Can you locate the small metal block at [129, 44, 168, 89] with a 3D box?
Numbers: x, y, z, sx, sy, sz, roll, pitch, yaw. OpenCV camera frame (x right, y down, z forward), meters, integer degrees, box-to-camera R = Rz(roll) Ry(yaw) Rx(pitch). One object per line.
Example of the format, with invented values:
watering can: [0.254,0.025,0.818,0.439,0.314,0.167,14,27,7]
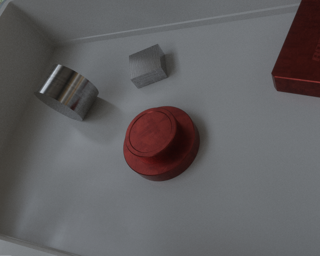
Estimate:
small metal block: [-0.018,-0.094,0.471,0.050,0.025,0.050,-18,55,17]

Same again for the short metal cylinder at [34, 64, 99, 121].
short metal cylinder: [-0.142,-0.053,0.475,0.080,0.080,0.050,16,70,34]

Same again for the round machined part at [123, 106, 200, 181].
round machined part: [-0.004,0.013,0.387,0.098,0.042,0.098,-13,56,20]

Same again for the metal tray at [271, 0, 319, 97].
metal tray: [0.196,-0.098,0.359,0.090,0.030,0.130,15,69,34]
